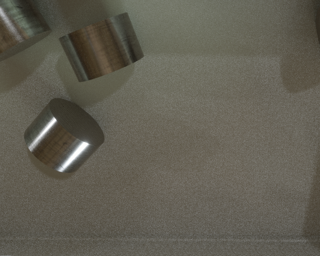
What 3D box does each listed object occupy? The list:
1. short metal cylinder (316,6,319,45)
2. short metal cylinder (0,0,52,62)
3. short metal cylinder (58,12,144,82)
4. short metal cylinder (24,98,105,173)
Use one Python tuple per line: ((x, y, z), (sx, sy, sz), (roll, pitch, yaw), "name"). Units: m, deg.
((0.218, -0.110, 0.343), (0.050, 0.080, 0.080), (-20, 109, 7), "short metal cylinder")
((-0.169, -0.110, 0.340), (0.080, 0.080, 0.050), (-27, 108, 9), "short metal cylinder")
((-0.064, -0.091, 0.348), (0.080, 0.080, 0.050), (-19, 109, 7), "short metal cylinder")
((-0.117, 0.009, 0.384), (0.080, 0.080, 0.050), (41, 105, -14), "short metal cylinder")
